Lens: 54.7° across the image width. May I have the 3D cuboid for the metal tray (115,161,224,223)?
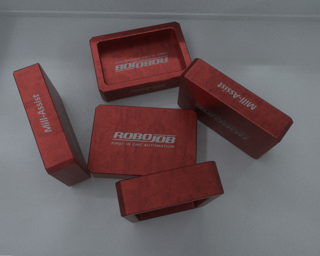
[{"bbox_3d":[0.008,0.072,0.325,0.091,0.130,0.030,-12,71,-5],"label":"metal tray"}]

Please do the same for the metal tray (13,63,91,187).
[{"bbox_3d":[-0.127,-0.001,0.372,0.030,0.090,0.130,-23,72,-9],"label":"metal tray"}]

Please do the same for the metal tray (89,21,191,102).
[{"bbox_3d":[-0.026,-0.095,0.440,0.131,0.030,0.090,-12,71,-5],"label":"metal tray"}]

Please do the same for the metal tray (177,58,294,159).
[{"bbox_3d":[0.084,-0.020,0.381,0.130,0.090,0.030,36,75,12],"label":"metal tray"}]

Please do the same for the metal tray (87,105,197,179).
[{"bbox_3d":[-0.020,0.020,0.396,0.131,0.030,0.090,3,70,1],"label":"metal tray"}]
